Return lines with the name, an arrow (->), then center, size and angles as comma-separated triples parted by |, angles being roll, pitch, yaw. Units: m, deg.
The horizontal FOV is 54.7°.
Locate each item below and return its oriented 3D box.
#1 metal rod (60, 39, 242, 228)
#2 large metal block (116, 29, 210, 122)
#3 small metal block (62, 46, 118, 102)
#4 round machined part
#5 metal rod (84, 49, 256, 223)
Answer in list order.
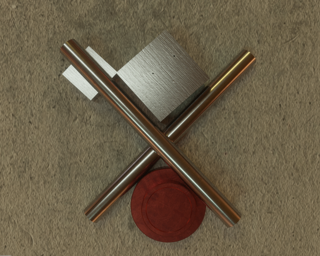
metal rod -> -0.011, 0.007, 0.385 | 0.025, 0.025, 0.300 | -44, 91, 0
large metal block -> 0.004, -0.064, 0.400 | 0.080, 0.050, 0.080 | -42, 91, 0
small metal block -> -0.090, -0.071, 0.411 | 0.050, 0.025, 0.050 | 43, 90, -1
round machined part -> 0.011, 0.101, 0.402 | 0.099, 0.042, 0.097 | 0, 90, -1
metal rod -> 0.014, 0.010, 0.413 | 0.025, 0.025, 0.300 | 45, 89, -1
